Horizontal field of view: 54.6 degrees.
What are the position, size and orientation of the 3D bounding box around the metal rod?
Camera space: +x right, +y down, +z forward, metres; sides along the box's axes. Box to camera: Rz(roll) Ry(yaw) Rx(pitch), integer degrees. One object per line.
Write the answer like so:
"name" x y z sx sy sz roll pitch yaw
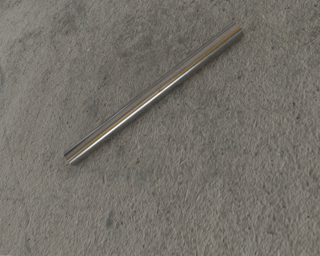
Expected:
"metal rod" -0.011 -0.047 0.438 0.300 0.025 0.025 -37 51 3
